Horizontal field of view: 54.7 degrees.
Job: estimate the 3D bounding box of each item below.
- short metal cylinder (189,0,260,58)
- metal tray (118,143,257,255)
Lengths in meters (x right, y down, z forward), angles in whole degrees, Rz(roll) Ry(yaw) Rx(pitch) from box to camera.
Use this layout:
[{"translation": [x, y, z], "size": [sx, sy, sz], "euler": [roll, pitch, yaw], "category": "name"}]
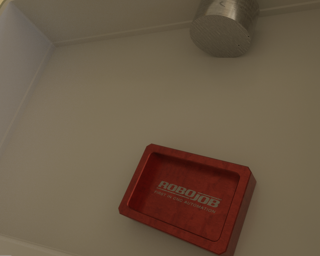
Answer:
[{"translation": [0.085, -0.138, 0.410], "size": [0.080, 0.080, 0.050], "euler": [8, 66, 31], "category": "short metal cylinder"}, {"translation": [0.028, 0.074, 0.341], "size": [0.130, 0.030, 0.090], "euler": [12, 67, 32], "category": "metal tray"}]
